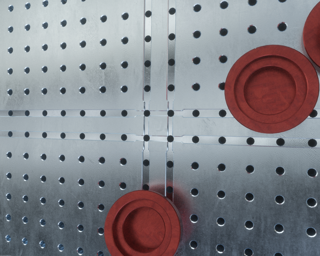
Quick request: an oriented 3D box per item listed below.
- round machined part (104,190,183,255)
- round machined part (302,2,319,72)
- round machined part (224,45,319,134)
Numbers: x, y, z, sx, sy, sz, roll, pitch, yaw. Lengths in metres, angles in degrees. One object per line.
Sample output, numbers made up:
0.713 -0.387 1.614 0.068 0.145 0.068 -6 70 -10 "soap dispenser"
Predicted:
-0.019 0.131 0.402 0.098 0.042 0.098 -3 76 12 "round machined part"
0.206 -0.103 0.331 0.098 0.042 0.097 0 90 20 "round machined part"
0.127 -0.043 0.359 0.098 0.042 0.097 0 90 20 "round machined part"
